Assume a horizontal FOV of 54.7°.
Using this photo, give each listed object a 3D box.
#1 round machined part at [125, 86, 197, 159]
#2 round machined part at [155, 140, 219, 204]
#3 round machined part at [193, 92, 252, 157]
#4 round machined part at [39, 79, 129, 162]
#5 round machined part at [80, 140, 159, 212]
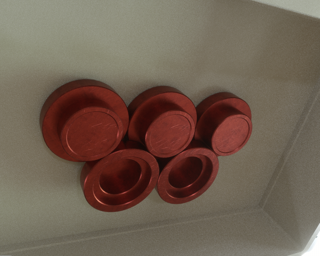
[{"bbox_3d":[0.005,-0.001,0.397,0.099,0.042,0.097,-13,123,-21],"label":"round machined part"},{"bbox_3d":[0.032,0.059,0.449,0.099,0.042,0.097,-14,124,-21],"label":"round machined part"},{"bbox_3d":[0.092,0.001,0.445,0.099,0.042,0.097,-13,123,-21],"label":"round machined part"},{"bbox_3d":[-0.081,-0.002,0.349,0.099,0.042,0.097,-14,124,-22],"label":"round machined part"},{"bbox_3d":[-0.054,0.057,0.401,0.099,0.042,0.097,-14,124,-21],"label":"round machined part"}]
